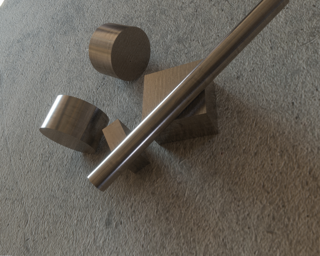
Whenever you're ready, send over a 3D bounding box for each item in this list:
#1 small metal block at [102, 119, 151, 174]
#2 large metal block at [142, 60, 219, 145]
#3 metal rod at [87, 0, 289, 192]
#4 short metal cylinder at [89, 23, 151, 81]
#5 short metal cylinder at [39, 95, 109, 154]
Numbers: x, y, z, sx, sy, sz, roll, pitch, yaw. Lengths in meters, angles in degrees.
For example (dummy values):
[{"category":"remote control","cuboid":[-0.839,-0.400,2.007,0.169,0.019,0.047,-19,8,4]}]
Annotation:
[{"category":"small metal block","cuboid":[-0.043,0.024,0.396,0.025,0.050,0.050,-35,51,5]},{"category":"large metal block","cuboid":[0.026,-0.031,0.394,0.080,0.050,0.080,-12,57,21]},{"category":"metal rod","cuboid":[0.035,-0.046,0.349,0.300,0.025,0.025,-46,51,-4]},{"category":"short metal cylinder","cuboid":[-0.060,-0.116,0.471,0.050,0.080,0.080,22,74,36]},{"category":"short metal cylinder","cuboid":[-0.118,-0.003,0.433,0.080,0.080,0.050,7,65,31]}]
